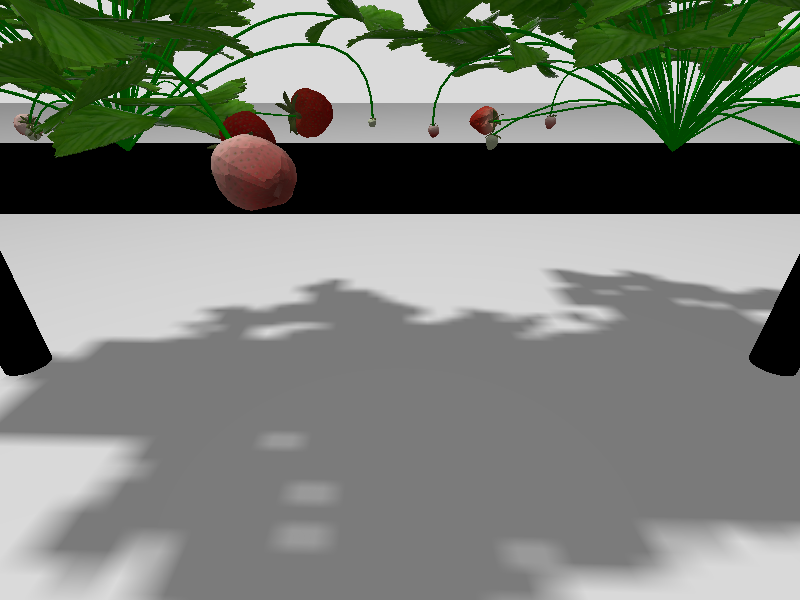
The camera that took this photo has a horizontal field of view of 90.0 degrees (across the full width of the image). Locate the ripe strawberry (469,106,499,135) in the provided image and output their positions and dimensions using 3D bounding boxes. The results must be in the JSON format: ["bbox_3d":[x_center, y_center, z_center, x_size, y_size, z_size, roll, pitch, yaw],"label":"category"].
[{"bbox_3d":[0.092,-0.198,0.442,0.029,0.029,0.032,24,36,39],"label":"ripe strawberry"}]

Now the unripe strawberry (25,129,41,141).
[{"bbox_3d":[-0.359,-0.161,0.392,0.012,0.012,0.011,-23,11,37],"label":"unripe strawberry"}]

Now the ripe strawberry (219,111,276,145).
[{"bbox_3d":[-0.094,-0.101,0.254,0.035,0.034,0.032,18,33,26],"label":"ripe strawberry"}]

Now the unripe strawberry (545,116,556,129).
[{"bbox_3d":[0.181,-0.214,0.483,0.013,0.014,0.015,-7,28,-12],"label":"unripe strawberry"}]

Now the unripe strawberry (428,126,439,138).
[{"bbox_3d":[0.034,-0.168,0.400,0.011,0.011,0.011,11,30,21],"label":"unripe strawberry"}]

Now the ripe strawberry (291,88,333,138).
[{"bbox_3d":[-0.089,-0.192,0.413,0.044,0.046,0.040,-19,33,-33],"label":"ripe strawberry"}]

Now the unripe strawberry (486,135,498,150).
[{"bbox_3d":[0.077,-0.133,0.338,0.010,0.012,0.012,13,28,-2],"label":"unripe strawberry"}]

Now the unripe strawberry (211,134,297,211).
[{"bbox_3d":[-0.055,-0.048,0.156,0.032,0.027,0.032,-23,48,-36],"label":"unripe strawberry"}]

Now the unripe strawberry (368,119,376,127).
[{"bbox_3d":[-0.034,-0.215,0.487,0.010,0.010,0.011,-24,36,-38],"label":"unripe strawberry"}]
